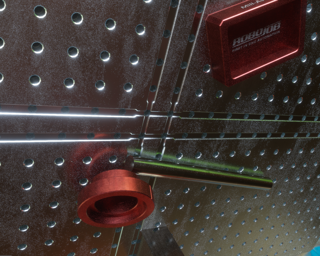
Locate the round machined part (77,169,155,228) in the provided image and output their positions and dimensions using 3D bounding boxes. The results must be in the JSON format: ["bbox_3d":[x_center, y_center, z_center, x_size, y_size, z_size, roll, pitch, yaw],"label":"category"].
[{"bbox_3d":[-0.058,0.091,0.410,0.099,0.042,0.097,-7,139,-6],"label":"round machined part"}]

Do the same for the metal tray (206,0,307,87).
[{"bbox_3d":[0.128,-0.119,0.404,0.131,0.030,0.090,-25,128,-13],"label":"metal tray"}]

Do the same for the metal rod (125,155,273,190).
[{"bbox_3d":[0.081,0.077,0.502,0.302,0.025,0.025,13,112,-34],"label":"metal rod"}]

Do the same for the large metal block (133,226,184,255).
[{"bbox_3d":[-0.003,0.224,0.512,0.050,0.080,0.079,1,118,-29],"label":"large metal block"}]
